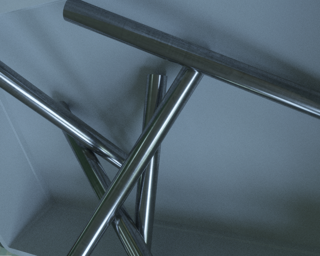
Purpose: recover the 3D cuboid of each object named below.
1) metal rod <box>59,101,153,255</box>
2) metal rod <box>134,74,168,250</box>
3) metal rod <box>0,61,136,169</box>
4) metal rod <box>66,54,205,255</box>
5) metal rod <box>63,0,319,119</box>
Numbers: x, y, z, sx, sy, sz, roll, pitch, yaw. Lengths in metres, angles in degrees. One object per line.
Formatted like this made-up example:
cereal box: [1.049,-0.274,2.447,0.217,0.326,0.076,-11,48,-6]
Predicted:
metal rod: [-0.076,0.076,0.407,0.300,0.025,0.025,54,134,26]
metal rod: [-0.017,0.084,0.390,0.025,0.025,0.298,8,97,24]
metal rod: [-0.123,-0.012,0.395,0.025,0.025,0.301,-24,128,37]
metal rod: [-0.031,0.045,0.357,0.025,0.025,0.299,33,98,7]
metal rod: [0.046,-0.067,0.312,0.301,0.025,0.025,22,127,3]
